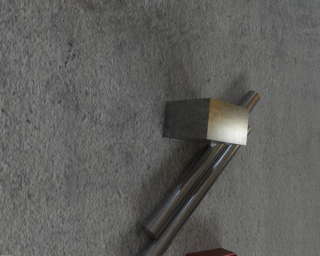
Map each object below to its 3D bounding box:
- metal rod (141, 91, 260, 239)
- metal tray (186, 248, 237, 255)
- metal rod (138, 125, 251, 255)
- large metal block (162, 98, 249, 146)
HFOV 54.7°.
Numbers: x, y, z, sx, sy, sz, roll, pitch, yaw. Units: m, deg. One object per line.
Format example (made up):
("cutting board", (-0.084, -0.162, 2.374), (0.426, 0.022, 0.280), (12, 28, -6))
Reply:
("metal rod", (0.075, 0.039, 0.470), (0.301, 0.025, 0.025), (-46, 118, -30))
("metal tray", (0.072, 0.255, 0.465), (0.091, 0.030, 0.129), (11, 83, -40))
("metal rod", (0.054, 0.095, 0.452), (0.301, 0.025, 0.025), (-46, 118, -30))
("large metal block", (0.062, -0.007, 0.424), (0.081, 0.080, 0.050), (10, 84, -40))
